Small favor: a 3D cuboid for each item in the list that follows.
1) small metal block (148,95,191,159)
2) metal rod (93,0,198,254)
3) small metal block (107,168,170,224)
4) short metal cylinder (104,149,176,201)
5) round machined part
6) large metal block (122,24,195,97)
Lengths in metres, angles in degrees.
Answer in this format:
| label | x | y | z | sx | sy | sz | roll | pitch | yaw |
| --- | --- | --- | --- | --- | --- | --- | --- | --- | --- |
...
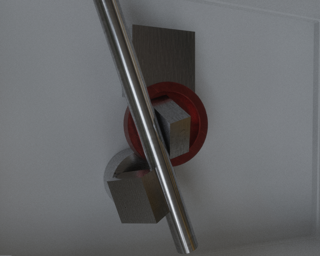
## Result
| label | x | y | z | sx | sy | sz | roll | pitch | yaw |
| --- | --- | --- | --- | --- | --- | --- | --- | --- | --- |
| small metal block | 0.009 | -0.002 | 0.349 | 0.025 | 0.050 | 0.050 | -20 | 132 | -23 |
| metal rod | -0.015 | -0.007 | 0.330 | 0.025 | 0.025 | 0.298 | -20 | 97 | -19 |
| small metal block | -0.023 | 0.074 | 0.333 | 0.025 | 0.050 | 0.050 | -26 | 100 | -52 |
| short metal cylinder | -0.026 | 0.066 | 0.388 | 0.081 | 0.050 | 0.079 | 0 | 90 | -21 |
| round machined part | 0.004 | -0.004 | 0.371 | 0.099 | 0.042 | 0.097 | 0 | 90 | -21 |
| large metal block | -0.003 | -0.080 | 0.394 | 0.081 | 0.050 | 0.079 | 0 | 90 | -21 |
